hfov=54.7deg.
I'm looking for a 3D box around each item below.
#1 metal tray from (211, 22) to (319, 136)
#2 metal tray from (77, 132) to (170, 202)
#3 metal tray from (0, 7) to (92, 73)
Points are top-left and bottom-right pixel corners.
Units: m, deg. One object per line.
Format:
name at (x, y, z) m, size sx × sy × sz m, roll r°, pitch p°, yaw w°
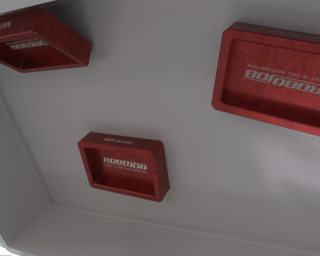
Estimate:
metal tray at (0.124, -0.048, 0.310) m, size 0.130 × 0.030 × 0.089 m, roll 16°, pitch 125°, yaw 18°
metal tray at (-0.055, 0.058, 0.469) m, size 0.130 × 0.030 × 0.089 m, roll 6°, pitch 121°, yaw 25°
metal tray at (-0.165, -0.104, 0.391) m, size 0.130 × 0.090 × 0.030 m, roll 1°, pitch 77°, yaw 28°
